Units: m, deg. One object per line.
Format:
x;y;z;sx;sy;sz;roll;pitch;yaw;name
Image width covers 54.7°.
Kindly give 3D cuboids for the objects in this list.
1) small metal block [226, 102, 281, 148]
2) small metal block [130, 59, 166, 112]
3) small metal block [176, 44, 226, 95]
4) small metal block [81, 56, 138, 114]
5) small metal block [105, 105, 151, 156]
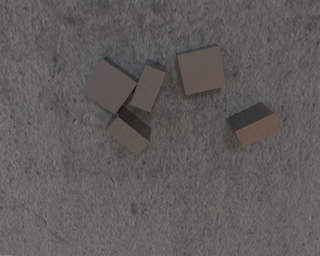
0.118;-0.005;0.396;0.050;0.050;0.025;-26;108;9;small metal block
-0.014;-0.053;0.377;0.025;0.050;0.050;21;109;-8;small metal block
0.050;-0.073;0.384;0.050;0.025;0.050;-13;110;4;small metal block
-0.062;-0.053;0.389;0.050;0.025;0.050;34;106;-12;small metal block
-0.039;0.002;0.397;0.050;0.050;0.025;40;105;-14;small metal block
